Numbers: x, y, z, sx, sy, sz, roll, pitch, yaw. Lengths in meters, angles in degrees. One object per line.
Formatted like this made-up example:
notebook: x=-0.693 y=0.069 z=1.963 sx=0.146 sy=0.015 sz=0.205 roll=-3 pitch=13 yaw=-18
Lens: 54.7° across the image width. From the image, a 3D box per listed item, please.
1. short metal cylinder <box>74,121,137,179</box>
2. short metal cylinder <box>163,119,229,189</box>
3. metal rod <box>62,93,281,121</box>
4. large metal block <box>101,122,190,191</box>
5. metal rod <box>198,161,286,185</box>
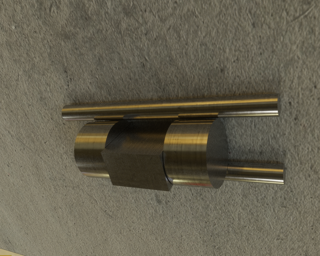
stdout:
short metal cylinder: x=-0.071 y=0.030 z=0.428 sx=0.050 sy=0.080 sz=0.080 roll=-1 pitch=118 yaw=29
short metal cylinder: x=0.045 y=0.030 z=0.367 sx=0.050 sy=0.080 sz=0.080 roll=-1 pitch=118 yaw=29
metal rod: x=-0.007 y=-0.023 z=0.398 sx=0.300 sy=0.025 sz=0.025 roll=0 pitch=118 yaw=28
large metal block: x=-0.014 y=0.032 z=0.397 sx=0.080 sy=0.080 sz=0.050 roll=0 pitch=119 yaw=28
metal rod: x=0.014 y=0.055 z=0.435 sx=0.300 sy=0.025 sz=0.025 roll=0 pitch=118 yaw=28
